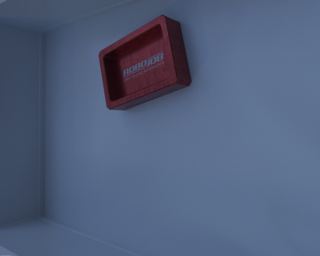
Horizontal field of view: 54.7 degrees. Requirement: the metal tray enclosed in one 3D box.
[{"bbox_3d":[-0.026,-0.083,0.422,0.130,0.030,0.090,-17,80,38],"label":"metal tray"}]
